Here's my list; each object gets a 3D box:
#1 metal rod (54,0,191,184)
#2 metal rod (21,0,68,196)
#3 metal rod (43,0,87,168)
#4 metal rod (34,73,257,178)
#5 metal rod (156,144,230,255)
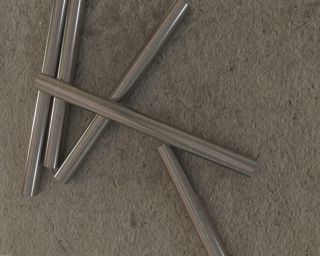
[{"bbox_3d":[-0.057,-0.043,0.428,0.025,0.025,0.299,40,102,15],"label":"metal rod"},{"bbox_3d":[-0.172,-0.045,0.467,0.025,0.025,0.298,12,94,19],"label":"metal rod"},{"bbox_3d":[-0.136,-0.090,0.455,0.025,0.025,0.298,11,94,19],"label":"metal rod"},{"bbox_3d":[-0.026,-0.008,0.396,0.301,0.025,0.025,22,97,10],"label":"metal rod"},{"bbox_3d":[0.072,0.155,0.383,0.025,0.025,0.299,-29,81,17],"label":"metal rod"}]
